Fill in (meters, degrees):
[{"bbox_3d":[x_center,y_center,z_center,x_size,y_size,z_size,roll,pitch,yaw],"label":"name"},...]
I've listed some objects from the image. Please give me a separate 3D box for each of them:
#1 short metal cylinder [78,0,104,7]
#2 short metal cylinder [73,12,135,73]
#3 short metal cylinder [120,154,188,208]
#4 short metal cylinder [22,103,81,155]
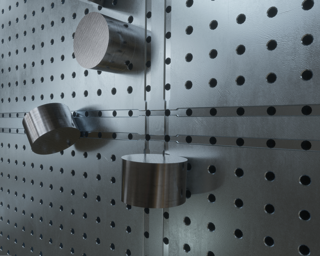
[{"bbox_3d":[-0.121,-0.223,0.470,0.080,0.081,0.050,28,108,36],"label":"short metal cylinder"},{"bbox_3d":[-0.083,-0.125,0.459,0.080,0.050,0.079,0,90,39],"label":"short metal cylinder"},{"bbox_3d":[-0.008,0.062,0.378,0.080,0.081,0.050,4,93,39],"label":"short metal cylinder"},{"bbox_3d":[-0.182,0.002,0.520,0.080,0.081,0.050,-44,64,31],"label":"short metal cylinder"}]
